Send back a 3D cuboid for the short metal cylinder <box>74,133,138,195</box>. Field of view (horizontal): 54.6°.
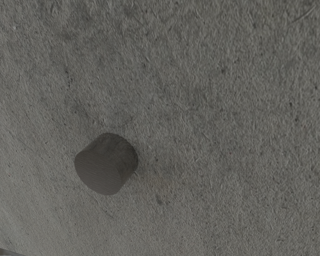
[{"bbox_3d":[-0.080,0.054,0.467,0.080,0.050,0.080,13,124,21],"label":"short metal cylinder"}]
